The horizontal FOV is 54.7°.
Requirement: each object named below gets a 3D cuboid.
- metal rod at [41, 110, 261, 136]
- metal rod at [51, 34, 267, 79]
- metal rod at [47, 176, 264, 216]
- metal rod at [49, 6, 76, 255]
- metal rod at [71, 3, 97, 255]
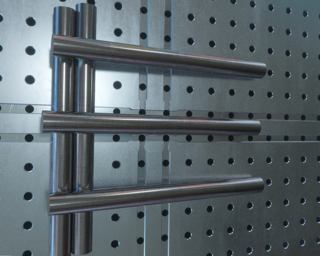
[{"bbox_3d":[0.009,-0.004,0.401,0.303,0.025,0.025,1,90,-26],"label":"metal rod"},{"bbox_3d":[0.018,-0.089,0.405,0.303,0.025,0.025,1,90,-26],"label":"metal rod"},{"bbox_3d":[0.014,0.085,0.404,0.303,0.025,0.025,1,90,-26],"label":"metal rod"},{"bbox_3d":[-0.117,0.008,0.369,0.025,0.025,0.298,1,90,-20],"label":"metal rod"},{"bbox_3d":[-0.093,0.001,0.378,0.025,0.025,0.298,1,90,-20],"label":"metal rod"}]
